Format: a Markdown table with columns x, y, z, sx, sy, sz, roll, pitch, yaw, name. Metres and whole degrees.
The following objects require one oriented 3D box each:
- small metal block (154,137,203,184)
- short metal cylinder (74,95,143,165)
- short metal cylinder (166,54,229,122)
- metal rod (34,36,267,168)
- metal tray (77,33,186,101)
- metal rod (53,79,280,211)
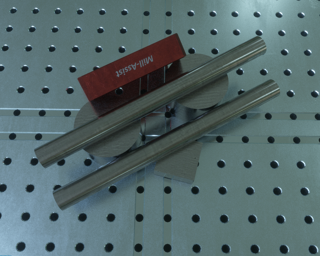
| x | y | z | sx | sy | sz | roll | pitch | yaw | name |
| --- | --- | --- | --- | --- | --- | --- | --- | --- | --- |
| 0.023 | 0.039 | 0.397 | 0.050 | 0.025 | 0.050 | 14 | 71 | 4 | small metal block |
| -0.063 | 0.005 | 0.396 | 0.081 | 0.050 | 0.080 | 0 | 70 | 0 | short metal cylinder |
| 0.047 | -0.053 | 0.419 | 0.081 | 0.050 | 0.080 | 0 | 70 | 0 | short metal cylinder |
| -0.002 | -0.036 | 0.371 | 0.302 | 0.025 | 0.025 | -28 | 73 | -10 | metal rod |
| -0.041 | -0.079 | 0.404 | 0.131 | 0.090 | 0.030 | -27 | 105 | -10 | metal tray |
| 0.016 | 0.015 | 0.379 | 0.302 | 0.025 | 0.025 | -27 | 73 | -10 | metal rod |
